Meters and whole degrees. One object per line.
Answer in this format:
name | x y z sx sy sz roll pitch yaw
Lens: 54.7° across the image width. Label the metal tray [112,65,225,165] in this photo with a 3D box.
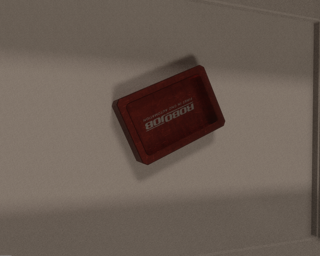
metal tray | 0.014 -0.019 0.413 0.131 0.030 0.090 -26 99 -19
